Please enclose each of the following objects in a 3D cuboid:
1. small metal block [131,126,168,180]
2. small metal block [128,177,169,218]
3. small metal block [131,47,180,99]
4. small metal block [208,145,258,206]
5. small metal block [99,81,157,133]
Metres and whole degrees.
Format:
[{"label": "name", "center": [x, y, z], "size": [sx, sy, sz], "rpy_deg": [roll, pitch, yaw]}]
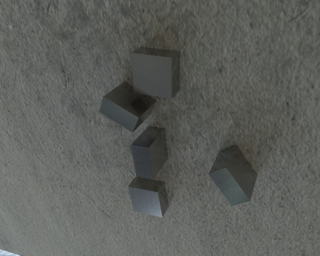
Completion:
[{"label": "small metal block", "center": [-0.012, 0.032, 0.416], "size": [0.025, 0.050, 0.050], "rpy_deg": [7, 122, 24]}, {"label": "small metal block", "center": [-0.017, 0.107, 0.480], "size": [0.050, 0.025, 0.050], "rpy_deg": [5, 121, 25]}, {"label": "small metal block", "center": [-0.005, -0.066, 0.367], "size": [0.050, 0.025, 0.050], "rpy_deg": [12, 124, 21]}, {"label": "small metal block", "center": [0.090, 0.057, 0.378], "size": [0.025, 0.050, 0.050], "rpy_deg": [-29, 103, 37]}, {"label": "small metal block", "center": [-0.040, -0.028, 0.393], "size": [0.050, 0.050, 0.025], "rpy_deg": [31, 128, 7]}]
